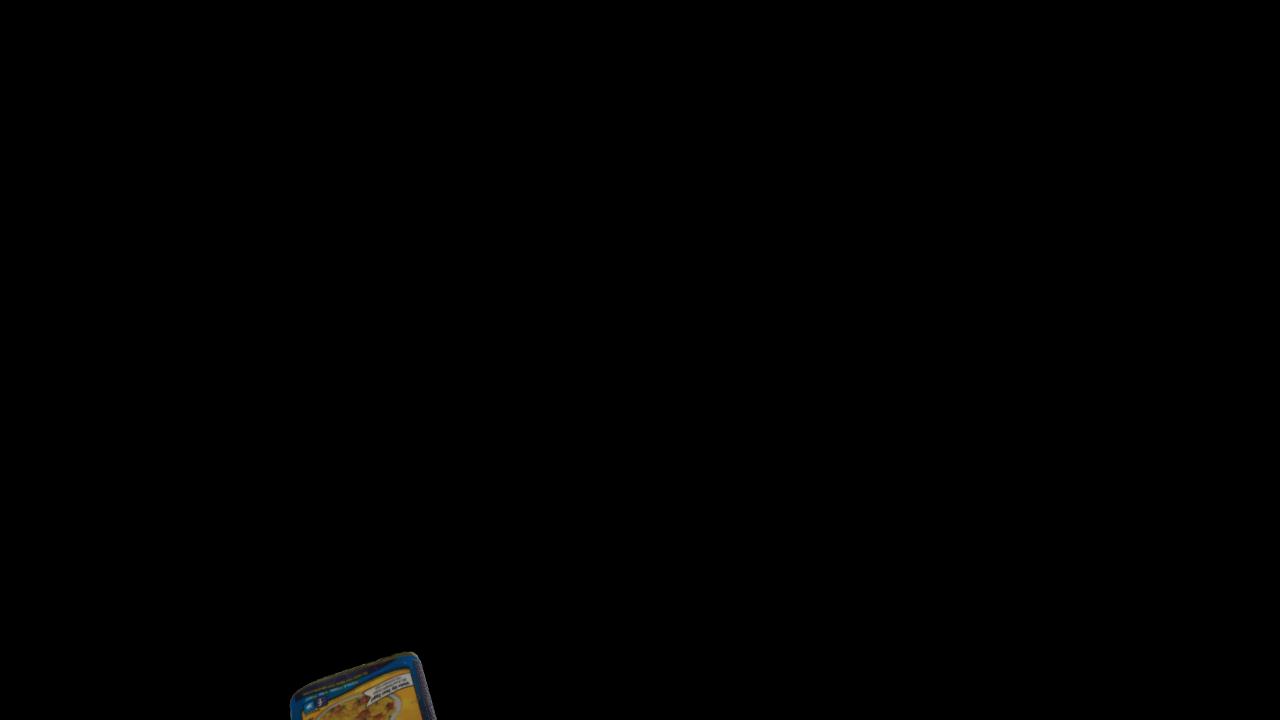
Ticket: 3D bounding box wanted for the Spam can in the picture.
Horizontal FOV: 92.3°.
[{"bbox_3d":[-0.210,0.286,0.471,0.101,0.058,0.085,-6,34,-33],"label":"Spam can"}]
